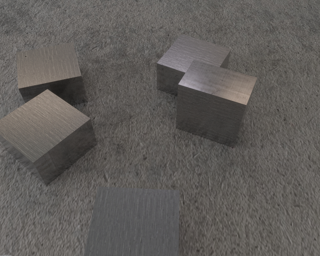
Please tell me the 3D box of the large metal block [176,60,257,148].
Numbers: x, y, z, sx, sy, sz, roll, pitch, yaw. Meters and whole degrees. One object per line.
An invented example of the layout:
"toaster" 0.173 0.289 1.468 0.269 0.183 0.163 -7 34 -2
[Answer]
"large metal block" 0.068 -0.030 0.393 0.080 0.080 0.050 19 53 15

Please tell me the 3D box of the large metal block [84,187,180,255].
"large metal block" -0.023 0.106 0.298 0.080 0.050 0.080 2 50 2

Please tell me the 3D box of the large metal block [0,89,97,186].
"large metal block" -0.138 0.009 0.378 0.080 0.050 0.080 32 57 24

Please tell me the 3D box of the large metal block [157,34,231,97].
"large metal block" 0.050 -0.087 0.460 0.080 0.050 0.080 22 53 17

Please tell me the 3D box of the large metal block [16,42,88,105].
"large metal block" -0.155 -0.073 0.447 0.081 0.050 0.080 -14 52 -12
